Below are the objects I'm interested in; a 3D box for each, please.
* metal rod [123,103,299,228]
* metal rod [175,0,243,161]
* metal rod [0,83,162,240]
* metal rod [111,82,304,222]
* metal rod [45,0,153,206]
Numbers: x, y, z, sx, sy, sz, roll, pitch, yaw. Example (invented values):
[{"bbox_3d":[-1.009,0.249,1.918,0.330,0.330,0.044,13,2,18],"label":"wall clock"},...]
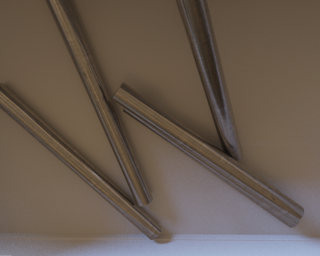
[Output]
[{"bbox_3d":[0.079,0.053,0.431,0.301,0.025,0.025,35,106,-12],"label":"metal rod"},{"bbox_3d":[0.053,-0.055,0.319,0.025,0.025,0.299,-20,137,7],"label":"metal rod"},{"bbox_3d":[-0.108,0.055,0.430,0.025,0.025,0.300,-41,106,13],"label":"metal rod"},{"bbox_3d":[0.071,0.038,0.402,0.301,0.025,0.025,34,107,-13],"label":"metal rod"},{"bbox_3d":[-0.072,-0.026,0.400,0.025,0.025,0.299,-19,109,6],"label":"metal rod"}]
